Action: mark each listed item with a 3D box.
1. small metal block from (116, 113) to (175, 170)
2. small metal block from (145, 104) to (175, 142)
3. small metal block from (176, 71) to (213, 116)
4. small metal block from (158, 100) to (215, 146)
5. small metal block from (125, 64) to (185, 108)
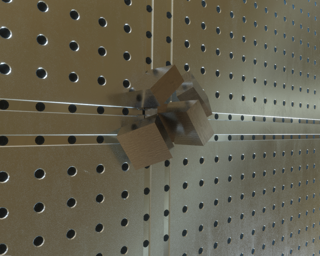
[{"bbox_3d":[-0.016,0.017,0.374,0.050,0.050,0.025,63,18,-21],"label":"small metal block"},{"bbox_3d":[0.007,-0.006,0.414,0.050,0.025,0.050,1,89,-41],"label":"small metal block"},{"bbox_3d":[0.046,-0.044,0.429,0.050,0.025,0.050,50,21,-28],"label":"small metal block"},{"bbox_3d":[0.032,-0.006,0.386,0.025,0.050,0.050,-44,117,-32],"label":"small metal block"},{"bbox_3d":[-0.007,-0.051,0.386,0.050,0.050,0.025,-48,119,-29],"label":"small metal block"}]
